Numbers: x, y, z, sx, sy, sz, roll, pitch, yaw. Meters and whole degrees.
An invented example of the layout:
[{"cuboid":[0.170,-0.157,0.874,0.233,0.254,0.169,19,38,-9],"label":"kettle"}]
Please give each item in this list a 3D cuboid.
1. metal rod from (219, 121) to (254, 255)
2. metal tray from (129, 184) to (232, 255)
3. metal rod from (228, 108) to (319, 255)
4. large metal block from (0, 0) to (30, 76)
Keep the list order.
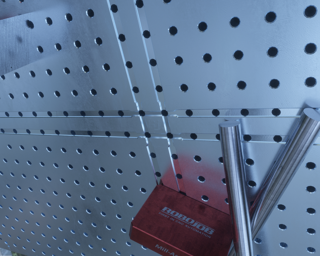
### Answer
[{"cuboid":[0.107,0.136,0.407,0.025,0.025,0.298,-1,109,28],"label":"metal rod"},{"cuboid":[0.034,0.142,0.437,0.130,0.090,0.030,22,127,14],"label":"metal tray"},{"cuboid":[0.134,0.105,0.404,0.025,0.025,0.298,23,127,14],"label":"metal rod"},{"cuboid":[-0.227,-0.119,0.419,0.050,0.080,0.079,27,128,11],"label":"large metal block"}]
